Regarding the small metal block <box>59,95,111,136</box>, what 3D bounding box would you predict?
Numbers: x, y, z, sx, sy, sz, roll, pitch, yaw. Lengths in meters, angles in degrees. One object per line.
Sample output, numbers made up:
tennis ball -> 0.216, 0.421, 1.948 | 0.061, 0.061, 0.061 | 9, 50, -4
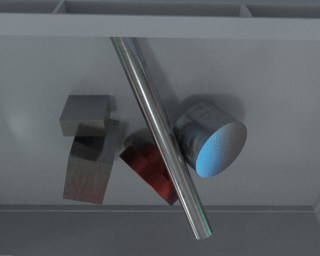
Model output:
small metal block -> -0.089, -0.016, 0.378 | 0.050, 0.050, 0.025 | 0, 130, 0

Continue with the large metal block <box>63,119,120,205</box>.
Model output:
large metal block -> -0.089, 0.040, 0.406 | 0.050, 0.080, 0.079 | 12, 129, -11

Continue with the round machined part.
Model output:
round machined part -> -0.006, 0.057, 0.422 | 0.042, 0.098, 0.098 | -46, 124, -9

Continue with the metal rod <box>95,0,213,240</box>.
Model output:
metal rod -> 0.002, 0.004, 0.351 | 0.025, 0.025, 0.299 | -18, 110, 14

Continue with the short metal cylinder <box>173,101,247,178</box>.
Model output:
short metal cylinder -> 0.060, 0.014, 0.382 | 0.081, 0.050, 0.079 | -23, 134, -26
